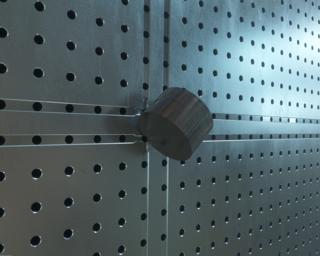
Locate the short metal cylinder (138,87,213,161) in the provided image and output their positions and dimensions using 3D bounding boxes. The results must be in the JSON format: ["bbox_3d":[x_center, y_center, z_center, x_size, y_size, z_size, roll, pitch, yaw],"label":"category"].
[{"bbox_3d":[0.019,-0.005,0.391,0.050,0.080,0.080,-48,119,-29],"label":"short metal cylinder"}]
